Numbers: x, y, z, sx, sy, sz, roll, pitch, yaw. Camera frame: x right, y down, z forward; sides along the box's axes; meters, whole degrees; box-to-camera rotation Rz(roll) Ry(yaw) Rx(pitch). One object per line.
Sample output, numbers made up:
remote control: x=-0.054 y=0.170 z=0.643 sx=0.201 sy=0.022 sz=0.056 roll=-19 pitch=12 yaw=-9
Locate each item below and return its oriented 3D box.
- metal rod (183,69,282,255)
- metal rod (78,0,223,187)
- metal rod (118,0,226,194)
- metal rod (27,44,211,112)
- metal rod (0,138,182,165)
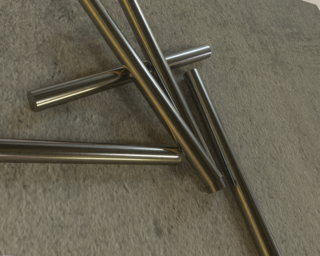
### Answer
metal rod: x=0.096 y=0.046 z=0.429 sx=0.025 sy=0.025 sz=0.299 roll=-6 pitch=65 yaw=-31
metal rod: x=-0.018 y=-0.057 z=0.398 sx=0.025 sy=0.025 sz=0.299 roll=-27 pitch=78 yaw=-37
metal rod: x=0.012 y=-0.055 z=0.420 sx=0.025 sy=0.025 sz=0.299 roll=-18 pitch=79 yaw=-35
metal rod: x=-0.033 y=-0.080 z=0.436 sx=0.302 sy=0.025 sz=0.025 roll=-25 pitch=76 yaw=-37
metal rod: x=-0.114 y=0.025 z=0.327 sx=0.303 sy=0.025 sz=0.025 roll=4 pitch=60 yaw=-26
